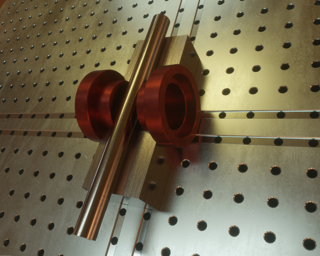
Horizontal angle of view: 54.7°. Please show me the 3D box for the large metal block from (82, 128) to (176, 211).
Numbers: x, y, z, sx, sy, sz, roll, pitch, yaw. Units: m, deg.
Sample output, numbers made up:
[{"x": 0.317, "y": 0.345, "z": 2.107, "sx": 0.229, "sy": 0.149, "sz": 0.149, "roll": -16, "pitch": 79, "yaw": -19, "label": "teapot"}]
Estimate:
[{"x": -0.036, "y": 0.049, "z": 0.380, "sx": 0.080, "sy": 0.050, "sz": 0.080, "roll": 3, "pitch": 63, "yaw": 29, "label": "large metal block"}]

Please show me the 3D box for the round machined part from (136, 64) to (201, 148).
[{"x": 0.008, "y": -0.025, "z": 0.372, "sx": 0.042, "sy": 0.098, "sz": 0.098, "roll": -1, "pitch": 61, "yaw": 33, "label": "round machined part"}]

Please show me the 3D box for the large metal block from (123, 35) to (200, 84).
[{"x": 0.003, "y": -0.081, "z": 0.440, "sx": 0.080, "sy": 0.050, "sz": 0.080, "roll": 2, "pitch": 63, "yaw": 29, "label": "large metal block"}]

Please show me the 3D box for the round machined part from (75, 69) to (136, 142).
[{"x": -0.062, "y": -0.028, "z": 0.410, "sx": 0.042, "sy": 0.098, "sz": 0.098, "roll": 2, "pitch": 63, "yaw": 29, "label": "round machined part"}]

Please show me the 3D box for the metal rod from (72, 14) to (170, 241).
[{"x": -0.038, "y": -0.019, "z": 0.376, "sx": 0.025, "sy": 0.025, "sz": 0.300, "roll": 3, "pitch": 63, "yaw": 29, "label": "metal rod"}]
